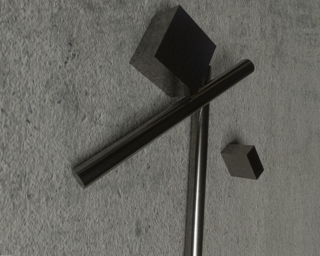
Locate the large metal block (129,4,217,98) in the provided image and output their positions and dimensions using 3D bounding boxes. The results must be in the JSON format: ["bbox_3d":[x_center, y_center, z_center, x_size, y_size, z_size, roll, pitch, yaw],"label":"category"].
[{"bbox_3d":[0.019,-0.097,0.406,0.080,0.050,0.080,36,68,-34],"label":"large metal block"}]

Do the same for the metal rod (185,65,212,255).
[{"bbox_3d":[0.056,0.058,0.454,0.025,0.025,0.298,5,87,-40],"label":"metal rod"}]

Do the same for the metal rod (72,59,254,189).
[{"bbox_3d":[0.023,-0.019,0.403,0.302,0.025,0.025,-34,112,-28],"label":"metal rod"}]

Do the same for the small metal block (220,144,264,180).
[{"bbox_3d":[0.134,0.054,0.504,0.025,0.050,0.050,-42,116,-32],"label":"small metal block"}]
